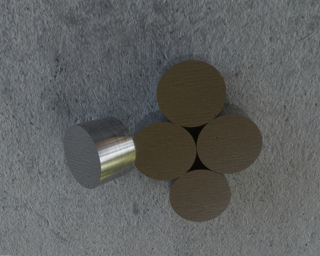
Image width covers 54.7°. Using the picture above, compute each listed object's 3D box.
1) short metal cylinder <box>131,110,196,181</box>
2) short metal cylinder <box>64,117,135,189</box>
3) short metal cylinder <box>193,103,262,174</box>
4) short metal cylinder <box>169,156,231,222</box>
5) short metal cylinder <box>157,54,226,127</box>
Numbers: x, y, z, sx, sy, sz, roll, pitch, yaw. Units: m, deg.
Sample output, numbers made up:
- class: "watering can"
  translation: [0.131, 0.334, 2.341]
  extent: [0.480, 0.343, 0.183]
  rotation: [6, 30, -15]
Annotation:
- class: "short metal cylinder"
  translation: [0.005, 0.021, 0.405]
  extent: [0.081, 0.050, 0.079]
  rotation: [0, 110, 0]
- class: "short metal cylinder"
  translation: [-0.076, 0.029, 0.386]
  extent: [0.080, 0.050, 0.079]
  rotation: [17, 115, 41]
- class: "short metal cylinder"
  translation: [0.085, 0.012, 0.403]
  extent: [0.081, 0.050, 0.079]
  rotation: [0, 110, 0]
- class: "short metal cylinder"
  translation: [0.053, 0.081, 0.428]
  extent: [0.081, 0.050, 0.079]
  rotation: [0, 110, 0]
- class: "short metal cylinder"
  translation: [0.036, -0.047, 0.380]
  extent: [0.081, 0.050, 0.079]
  rotation: [0, 110, 0]
